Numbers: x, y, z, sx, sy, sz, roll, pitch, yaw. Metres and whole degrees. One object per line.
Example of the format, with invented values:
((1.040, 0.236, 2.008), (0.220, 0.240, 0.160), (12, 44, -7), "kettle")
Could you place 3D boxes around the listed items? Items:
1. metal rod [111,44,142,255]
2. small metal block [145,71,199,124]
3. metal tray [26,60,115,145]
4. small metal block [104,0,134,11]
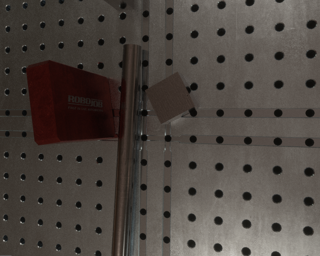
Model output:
((-0.046, 0.037, 0.427), (0.025, 0.025, 0.298), (4, 91, 19), "metal rod")
((0.016, -0.038, 0.406), (0.050, 0.025, 0.050), (-28, 81, 17), "small metal block")
((-0.106, -0.028, 0.393), (0.030, 0.130, 0.089), (-9, 87, 20), "metal tray")
((-0.056, -0.193, 0.418), (0.025, 0.050, 0.050), (2, 91, 20), "small metal block")
